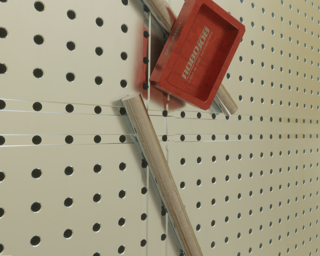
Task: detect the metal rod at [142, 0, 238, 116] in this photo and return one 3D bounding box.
[{"bbox_3d":[0.029,-0.126,0.435,0.300,0.025,0.025,48,61,-30],"label":"metal rod"}]

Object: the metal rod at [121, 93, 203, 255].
[{"bbox_3d":[0.015,0.095,0.423,0.025,0.025,0.298,-33,111,-35],"label":"metal rod"}]

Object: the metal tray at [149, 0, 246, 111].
[{"bbox_3d":[0.052,-0.100,0.421,0.091,0.030,0.129,24,92,-31],"label":"metal tray"}]
